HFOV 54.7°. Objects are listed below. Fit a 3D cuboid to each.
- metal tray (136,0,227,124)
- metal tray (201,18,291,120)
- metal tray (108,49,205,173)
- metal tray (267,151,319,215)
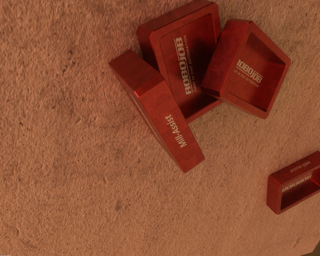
[{"bbox_3d":[0.033,-0.072,0.368,0.091,0.030,0.129,-31,129,-18],"label":"metal tray"},{"bbox_3d":[0.114,-0.069,0.393,0.131,0.030,0.090,16,98,-47],"label":"metal tray"},{"bbox_3d":[-0.002,-0.017,0.352,0.030,0.090,0.130,-35,129,-5],"label":"metal tray"},{"bbox_3d":[0.278,0.110,0.623,0.131,0.030,0.089,-22,127,-15],"label":"metal tray"}]
